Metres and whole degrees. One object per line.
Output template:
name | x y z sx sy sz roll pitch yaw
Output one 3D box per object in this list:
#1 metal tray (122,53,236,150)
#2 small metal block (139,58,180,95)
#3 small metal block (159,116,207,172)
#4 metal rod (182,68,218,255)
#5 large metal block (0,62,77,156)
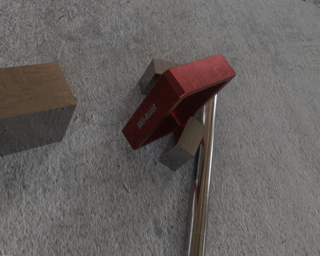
metal tray | 0.018 -0.027 0.364 0.091 0.129 0.030 -25 76 -37
small metal block | 0.005 -0.067 0.433 0.050 0.050 0.025 6 59 -26
small metal block | 0.028 0.020 0.392 0.025 0.050 0.050 34 51 -7
metal rod | 0.060 0.029 0.420 0.025 0.025 0.300 23 53 -15
large metal block | -0.138 -0.016 0.305 0.081 0.080 0.050 -16 71 -35
